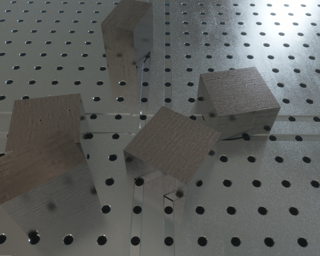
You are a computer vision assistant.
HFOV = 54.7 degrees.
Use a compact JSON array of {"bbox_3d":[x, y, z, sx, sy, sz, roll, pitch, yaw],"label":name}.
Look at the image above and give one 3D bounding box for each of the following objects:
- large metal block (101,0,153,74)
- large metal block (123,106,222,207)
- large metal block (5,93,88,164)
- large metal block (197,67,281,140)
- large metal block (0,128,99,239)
[{"bbox_3d":[-0.048,-0.147,0.495,0.050,0.080,0.080,15,52,12],"label":"large metal block"},{"bbox_3d":[0.015,0.031,0.366,0.080,0.050,0.080,26,55,20],"label":"large metal block"},{"bbox_3d":[-0.135,0.007,0.384,0.081,0.050,0.080,-7,51,-7],"label":"large metal block"},{"bbox_3d":[0.102,-0.034,0.421,0.081,0.050,0.080,-9,51,-8],"label":"large metal block"},{"bbox_3d":[-0.117,0.058,0.322,0.081,0.080,0.050,-27,56,-21],"label":"large metal block"}]
